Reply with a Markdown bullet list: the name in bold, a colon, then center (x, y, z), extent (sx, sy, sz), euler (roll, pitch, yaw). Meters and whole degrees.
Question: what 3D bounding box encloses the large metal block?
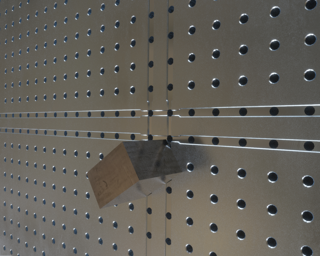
- **large metal block**: center (-0.033, 0.058, 0.402), extent (0.080, 0.081, 0.050), euler (-40, 66, 33)
